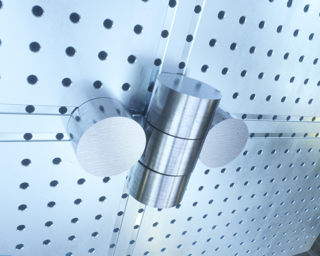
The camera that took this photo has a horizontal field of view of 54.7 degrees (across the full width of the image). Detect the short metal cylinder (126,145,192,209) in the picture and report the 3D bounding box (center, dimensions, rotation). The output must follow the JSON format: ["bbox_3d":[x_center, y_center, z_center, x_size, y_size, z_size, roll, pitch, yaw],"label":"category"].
[{"bbox_3d":[-0.001,0.061,0.414,0.081,0.080,0.050,1,118,-29],"label":"short metal cylinder"}]

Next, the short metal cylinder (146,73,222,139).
[{"bbox_3d":[0.028,-0.028,0.374,0.081,0.080,0.050,2,117,-30],"label":"short metal cylinder"}]

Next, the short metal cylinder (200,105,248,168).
[{"bbox_3d":[0.078,0.010,0.445,0.081,0.050,0.079,-14,125,-21],"label":"short metal cylinder"}]

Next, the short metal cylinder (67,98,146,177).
[{"bbox_3d":[-0.064,0.011,0.367,0.081,0.050,0.079,-14,125,-21],"label":"short metal cylinder"}]

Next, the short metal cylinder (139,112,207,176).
[{"bbox_3d":[0.014,0.017,0.394,0.081,0.080,0.050,2,118,-30],"label":"short metal cylinder"}]
